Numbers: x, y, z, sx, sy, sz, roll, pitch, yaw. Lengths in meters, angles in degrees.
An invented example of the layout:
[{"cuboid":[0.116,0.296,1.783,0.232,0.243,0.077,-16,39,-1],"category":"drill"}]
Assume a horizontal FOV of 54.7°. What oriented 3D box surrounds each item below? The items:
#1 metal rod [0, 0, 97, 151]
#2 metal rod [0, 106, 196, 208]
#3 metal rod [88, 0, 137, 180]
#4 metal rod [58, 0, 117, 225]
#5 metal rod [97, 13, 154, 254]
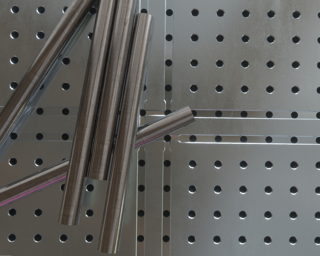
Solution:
[{"cuboid":[-0.158,-0.079,0.411,0.025,0.025,0.299,33,90,-1],"category":"metal rod"},{"cuboid":[-0.096,0.042,0.412,0.301,0.025,0.025,-24,90,-1],"category":"metal rod"},{"cuboid":[-0.055,-0.084,0.398,0.025,0.025,0.298,8,84,-1],"category":"metal rod"},{"cuboid":[-0.089,-0.031,0.395,0.025,0.025,0.298,9,83,-1],"category":"metal rod"},{"cuboid":[-0.041,-0.001,0.389,0.025,0.025,0.299,8,81,-1],"category":"metal rod"}]
